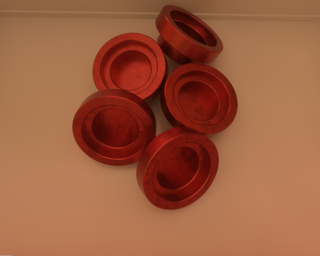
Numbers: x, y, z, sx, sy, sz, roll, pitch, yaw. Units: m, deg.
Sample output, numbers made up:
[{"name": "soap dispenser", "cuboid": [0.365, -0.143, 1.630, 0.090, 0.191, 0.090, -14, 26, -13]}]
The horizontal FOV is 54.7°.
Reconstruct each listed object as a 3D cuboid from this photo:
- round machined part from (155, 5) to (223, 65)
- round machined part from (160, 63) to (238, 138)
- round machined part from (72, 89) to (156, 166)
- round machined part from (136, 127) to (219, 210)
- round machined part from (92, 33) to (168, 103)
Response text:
[{"name": "round machined part", "cuboid": [0.036, -0.122, 0.428, 0.099, 0.042, 0.098, 24, 38, -20]}, {"name": "round machined part", "cuboid": [0.047, -0.032, 0.404, 0.099, 0.042, 0.098, 6, 69, -15]}, {"name": "round machined part", "cuboid": [-0.053, -0.004, 0.382, 0.099, 0.097, 0.042, 3, 31, 1]}, {"name": "round machined part", "cuboid": [0.017, 0.044, 0.366, 0.098, 0.098, 0.042, -34, 33, -12]}, {"name": "round machined part", "cuboid": [-0.037, -0.075, 0.419, 0.098, 0.042, 0.097, -2, 80, 10]}]
